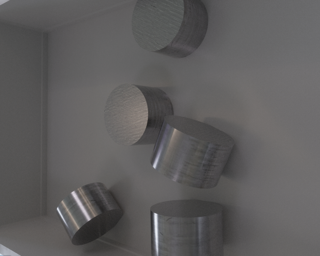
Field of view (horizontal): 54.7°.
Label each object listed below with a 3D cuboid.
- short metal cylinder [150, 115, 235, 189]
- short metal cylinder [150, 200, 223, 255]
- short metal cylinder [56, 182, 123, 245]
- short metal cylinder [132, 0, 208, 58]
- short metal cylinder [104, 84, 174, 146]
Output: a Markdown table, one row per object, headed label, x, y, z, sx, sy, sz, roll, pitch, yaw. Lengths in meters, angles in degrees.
| label | x | y | z | sx | sy | sz | roll | pitch | yaw |
| --- | --- | --- | --- | --- | --- | --- | --- | --- | --- |
| short metal cylinder | 0.035 | 0.024 | 0.342 | 0.080 | 0.081 | 0.050 | 30 | 109 | 36 |
| short metal cylinder | 0.030 | 0.114 | 0.346 | 0.080 | 0.081 | 0.050 | -2 | 89 | 40 |
| short metal cylinder | -0.103 | 0.126 | 0.456 | 0.050 | 0.081 | 0.080 | 49 | 119 | 28 |
| short metal cylinder | 0.011 | -0.130 | 0.381 | 0.080 | 0.050 | 0.080 | 0 | 90 | 40 |
| short metal cylinder | -0.029 | -0.017 | 0.415 | 0.080 | 0.050 | 0.080 | 0 | 90 | 40 |
